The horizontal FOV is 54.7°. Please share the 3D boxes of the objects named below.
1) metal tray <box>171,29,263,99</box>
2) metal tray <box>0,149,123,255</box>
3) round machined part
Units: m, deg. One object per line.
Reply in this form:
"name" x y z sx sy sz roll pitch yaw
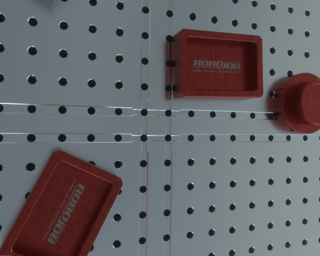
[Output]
"metal tray" 0.083 -0.087 0.440 0.131 0.030 0.089 -2 91 -20
"metal tray" -0.114 0.101 0.368 0.090 0.030 0.130 29 80 -18
"round machined part" 0.234 -0.039 0.490 0.099 0.042 0.097 0 90 -20
